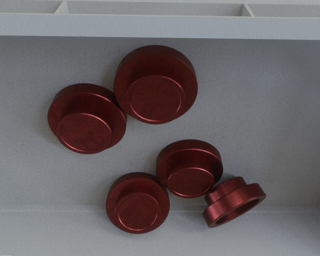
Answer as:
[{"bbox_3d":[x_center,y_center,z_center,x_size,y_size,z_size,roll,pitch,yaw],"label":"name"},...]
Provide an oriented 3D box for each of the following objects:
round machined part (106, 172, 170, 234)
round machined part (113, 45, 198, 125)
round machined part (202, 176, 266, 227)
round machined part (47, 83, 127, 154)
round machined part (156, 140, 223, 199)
[{"bbox_3d":[-0.034,0.121,0.476,0.099,0.042,0.097,-1,105,-3],"label":"round machined part"},{"bbox_3d":[-0.005,-0.043,0.361,0.099,0.042,0.097,0,130,0],"label":"round machined part"},{"bbox_3d":[0.108,0.110,0.474,0.099,0.042,0.098,-22,151,-12],"label":"round machined part"},{"bbox_3d":[-0.093,-0.004,0.393,0.099,0.042,0.097,0,130,0],"label":"round machined part"},{"bbox_3d":[0.043,0.066,0.455,0.099,0.042,0.097,0,130,0],"label":"round machined part"}]
